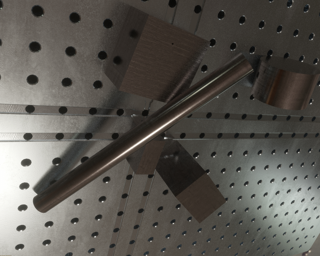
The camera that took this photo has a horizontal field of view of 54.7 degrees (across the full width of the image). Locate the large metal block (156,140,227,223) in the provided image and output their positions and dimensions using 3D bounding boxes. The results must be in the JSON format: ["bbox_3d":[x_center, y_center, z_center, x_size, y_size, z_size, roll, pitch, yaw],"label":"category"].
[{"bbox_3d":[0.041,0.077,0.447,0.050,0.080,0.080,-39,130,-2],"label":"large metal block"}]

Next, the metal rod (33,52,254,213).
[{"bbox_3d":[-0.029,0.013,0.358,0.300,0.025,0.025,-34,131,12],"label":"metal rod"}]

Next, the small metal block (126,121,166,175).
[{"bbox_3d":[-0.022,0.025,0.400,0.025,0.050,0.050,6,116,-32],"label":"small metal block"}]

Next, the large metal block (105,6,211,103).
[{"bbox_3d":[-0.004,-0.078,0.346,0.081,0.050,0.079,12,112,-34],"label":"large metal block"}]

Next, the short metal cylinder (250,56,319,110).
[{"bbox_3d":[0.174,-0.065,0.433,0.081,0.080,0.050,-6,121,-26],"label":"short metal cylinder"}]
